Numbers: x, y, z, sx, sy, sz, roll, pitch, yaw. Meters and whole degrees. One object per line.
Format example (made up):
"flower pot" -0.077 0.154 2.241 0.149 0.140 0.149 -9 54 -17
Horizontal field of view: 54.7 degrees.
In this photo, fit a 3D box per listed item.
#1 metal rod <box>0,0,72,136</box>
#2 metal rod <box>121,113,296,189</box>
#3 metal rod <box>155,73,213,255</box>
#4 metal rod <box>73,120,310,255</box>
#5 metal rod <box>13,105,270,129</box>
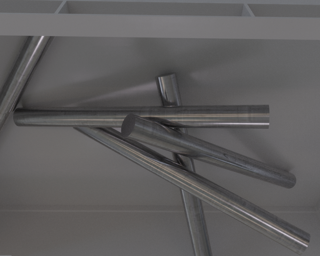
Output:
"metal rod" -0.187 -0.033 0.378 0.025 0.025 0.299 30 124 -23
"metal rod" 0.084 0.040 0.395 0.302 0.025 0.025 20 129 -35
"metal rod" 0.038 0.078 0.400 0.025 0.025 0.298 -10 106 8
"metal rod" 0.025 0.058 0.367 0.301 0.025 0.025 27 131 14
"metal rod" -0.033 -0.013 0.358 0.301 0.025 0.025 0 131 15
